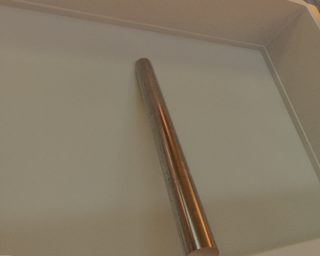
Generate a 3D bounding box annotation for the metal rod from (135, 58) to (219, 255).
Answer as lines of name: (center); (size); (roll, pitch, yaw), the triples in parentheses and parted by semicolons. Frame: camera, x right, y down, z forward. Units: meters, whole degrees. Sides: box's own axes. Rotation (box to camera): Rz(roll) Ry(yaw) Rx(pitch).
metal rod: (0.003, 0.001, 0.336); (0.025, 0.025, 0.300); (13, 34, -22)
